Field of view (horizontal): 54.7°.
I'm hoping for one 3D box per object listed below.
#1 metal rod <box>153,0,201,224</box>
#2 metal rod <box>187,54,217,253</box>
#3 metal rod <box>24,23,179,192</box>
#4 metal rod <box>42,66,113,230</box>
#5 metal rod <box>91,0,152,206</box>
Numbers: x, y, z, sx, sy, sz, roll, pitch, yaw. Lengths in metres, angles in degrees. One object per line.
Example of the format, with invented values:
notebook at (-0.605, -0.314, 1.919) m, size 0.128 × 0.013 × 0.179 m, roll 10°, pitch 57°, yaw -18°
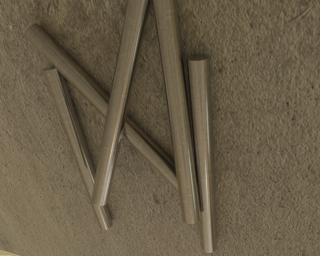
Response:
metal rod at (0.023, -0.011, 0.371) m, size 0.025 × 0.025 × 0.298 m, roll 3°, pitch 115°, yaw 26°
metal rod at (0.059, 0.053, 0.407) m, size 0.025 × 0.025 × 0.298 m, roll 7°, pitch 122°, yaw 24°
metal rod at (-0.067, -0.024, 0.425) m, size 0.300 × 0.025 × 0.025 m, roll 46°, pitch 129°, yaw -5°
metal rod at (-0.125, 0.047, 0.499) m, size 0.025 × 0.025 × 0.298 m, roll 3°, pitch 120°, yaw 26°
metal rod at (-0.054, -0.020, 0.392) m, size 0.025 × 0.025 × 0.298 m, roll 23°, pitch 118°, yaw 14°
